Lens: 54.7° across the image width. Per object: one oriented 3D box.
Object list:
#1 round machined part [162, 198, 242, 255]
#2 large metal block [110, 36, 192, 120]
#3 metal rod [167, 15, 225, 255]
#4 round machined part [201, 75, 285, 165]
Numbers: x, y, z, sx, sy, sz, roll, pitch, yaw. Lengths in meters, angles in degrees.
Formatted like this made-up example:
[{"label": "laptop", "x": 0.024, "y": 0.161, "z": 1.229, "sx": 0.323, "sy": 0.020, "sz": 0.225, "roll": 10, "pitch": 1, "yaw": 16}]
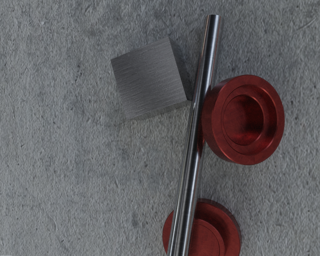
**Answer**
[{"label": "round machined part", "x": 0.049, "y": 0.140, "z": 0.383, "sx": 0.098, "sy": 0.042, "sz": 0.097, "roll": 0, "pitch": 90, "yaw": 20}, {"label": "large metal block", "x": -0.007, "y": -0.060, "z": 0.398, "sx": 0.080, "sy": 0.050, "sz": 0.080, "roll": -18, "pitch": 84, "yaw": 19}, {"label": "metal rod", "x": 0.043, "y": 0.011, "z": 0.367, "sx": 0.025, "sy": 0.025, "sz": 0.299, "roll": 7, "pitch": 82, "yaw": 20}, {"label": "round machined part", "x": 0.089, "y": -0.009, "z": 0.351, "sx": 0.099, "sy": 0.042, "sz": 0.097, "roll": 0, "pitch": 90, "yaw": -24}]
